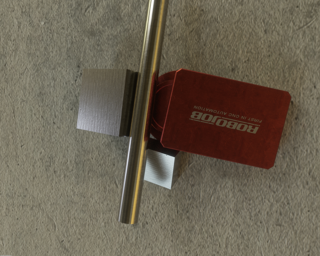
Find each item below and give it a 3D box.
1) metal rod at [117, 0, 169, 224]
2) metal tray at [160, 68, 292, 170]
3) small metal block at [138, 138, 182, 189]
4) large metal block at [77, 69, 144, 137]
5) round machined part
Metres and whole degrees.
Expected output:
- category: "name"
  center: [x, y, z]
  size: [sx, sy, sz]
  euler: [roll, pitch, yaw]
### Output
- category: "metal rod"
  center: [-0.018, -0.036, 0.372]
  size: [0.025, 0.025, 0.298]
  euler: [8, 91, 20]
- category: "metal tray"
  center: [0.073, -0.011, 0.358]
  size: [0.131, 0.030, 0.089]
  euler: [12, 95, -1]
- category: "small metal block"
  center: [-0.002, 0.045, 0.400]
  size: [0.050, 0.025, 0.050]
  euler: [17, 121, 19]
- category: "large metal block"
  center: [-0.059, -0.033, 0.406]
  size: [0.080, 0.050, 0.079]
  euler: [9, 93, 38]
- category: "round machined part"
  center: [0.022, -0.025, 0.393]
  size: [0.098, 0.042, 0.097]
  euler: [0, 90, 20]
